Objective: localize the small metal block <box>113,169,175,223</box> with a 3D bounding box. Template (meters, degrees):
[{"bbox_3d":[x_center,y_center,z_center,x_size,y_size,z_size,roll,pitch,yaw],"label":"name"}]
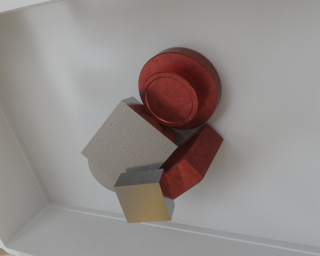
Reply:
[{"bbox_3d":[-0.016,0.074,0.336,0.050,0.025,0.050,-9,114,17],"label":"small metal block"}]

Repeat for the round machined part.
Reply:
[{"bbox_3d":[0.018,-0.040,0.360,0.098,0.042,0.097,13,124,20],"label":"round machined part"}]

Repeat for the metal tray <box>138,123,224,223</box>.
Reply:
[{"bbox_3d":[0.015,0.058,0.390,0.030,0.090,0.129,45,129,-2],"label":"metal tray"}]

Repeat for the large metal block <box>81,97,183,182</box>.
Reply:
[{"bbox_3d":[-0.032,0.020,0.372,0.080,0.050,0.080,40,104,1],"label":"large metal block"}]

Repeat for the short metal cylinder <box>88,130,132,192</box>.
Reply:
[{"bbox_3d":[-0.055,0.047,0.447,0.080,0.050,0.079,13,124,20],"label":"short metal cylinder"}]
